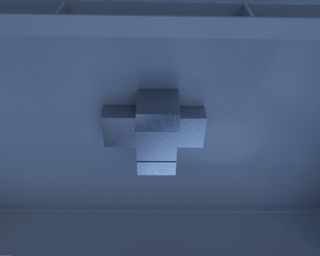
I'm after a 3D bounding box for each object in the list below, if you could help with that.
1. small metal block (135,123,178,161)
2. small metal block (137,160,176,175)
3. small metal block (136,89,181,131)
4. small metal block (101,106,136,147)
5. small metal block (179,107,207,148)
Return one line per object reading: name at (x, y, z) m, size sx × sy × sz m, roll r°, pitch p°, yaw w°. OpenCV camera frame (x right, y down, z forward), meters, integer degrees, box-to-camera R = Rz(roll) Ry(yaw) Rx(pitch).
small metal block at (-0.004, 0.015, 0.385) m, size 0.050 × 0.025 × 0.050 m, roll 0°, pitch 130°, yaw -1°
small metal block at (-0.004, 0.037, 0.420) m, size 0.050 × 0.050 × 0.025 m, roll 0°, pitch 130°, yaw -1°
small metal block at (-0.002, -0.022, 0.371) m, size 0.050 × 0.050 × 0.025 m, roll 0°, pitch 130°, yaw -1°
small metal block at (-0.048, -0.001, 0.405) m, size 0.050 × 0.025 × 0.050 m, roll 0°, pitch 130°, yaw -1°
small metal block at (0.032, -0.001, 0.406) m, size 0.050 × 0.025 × 0.050 m, roll 0°, pitch 130°, yaw -1°
